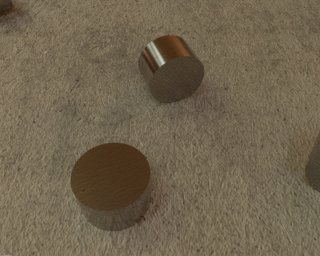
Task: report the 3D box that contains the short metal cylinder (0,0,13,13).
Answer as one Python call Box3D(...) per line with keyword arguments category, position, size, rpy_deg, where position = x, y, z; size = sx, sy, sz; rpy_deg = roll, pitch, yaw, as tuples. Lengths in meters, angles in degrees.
Box3D(category="short metal cylinder", position=(-0.323, -0.254, 0.579), size=(0.050, 0.080, 0.080), rpy_deg=(-36, 59, -26))

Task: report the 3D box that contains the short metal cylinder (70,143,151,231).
Box3D(category="short metal cylinder", position=(-0.050, 0.063, 0.334), size=(0.080, 0.050, 0.080), rpy_deg=(0, 50, 0))

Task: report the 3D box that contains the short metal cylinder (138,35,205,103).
Box3D(category="short metal cylinder", position=(0.015, -0.082, 0.436), size=(0.081, 0.080, 0.050), rpy_deg=(-16, 52, -13))

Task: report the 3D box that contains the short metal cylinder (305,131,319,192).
Box3D(category="short metal cylinder", position=(0.208, 0.038, 0.337), size=(0.080, 0.080, 0.050), rpy_deg=(25, 55, 20))
